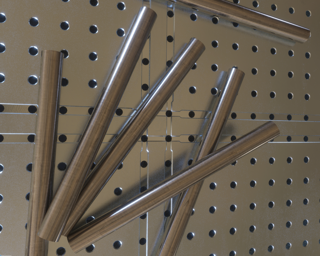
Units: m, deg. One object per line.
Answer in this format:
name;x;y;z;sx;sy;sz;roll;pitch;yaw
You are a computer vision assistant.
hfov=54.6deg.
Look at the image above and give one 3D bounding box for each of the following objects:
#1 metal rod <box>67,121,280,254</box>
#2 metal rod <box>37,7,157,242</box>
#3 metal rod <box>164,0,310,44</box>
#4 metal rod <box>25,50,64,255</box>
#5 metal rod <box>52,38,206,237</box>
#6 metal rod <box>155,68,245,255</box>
metal rod;0.025;0.070;0.400;0.301;0.025;0.025;-28;100;-10
metal rod;-0.069;-0.015;0.374;0.025;0.025;0.299;26;77;-18
metal rod;0.090;-0.171;0.445;0.302;0.025;0.025;9;87;-20
metal rod;-0.137;0.060;0.362;0.025;0.025;0.298;5;88;-20
metal rod;-0.034;0.003;0.399;0.025;0.025;0.300;39;77;-16
metal rod;0.055;0.055;0.432;0.025;0.025;0.299;25;82;-18
